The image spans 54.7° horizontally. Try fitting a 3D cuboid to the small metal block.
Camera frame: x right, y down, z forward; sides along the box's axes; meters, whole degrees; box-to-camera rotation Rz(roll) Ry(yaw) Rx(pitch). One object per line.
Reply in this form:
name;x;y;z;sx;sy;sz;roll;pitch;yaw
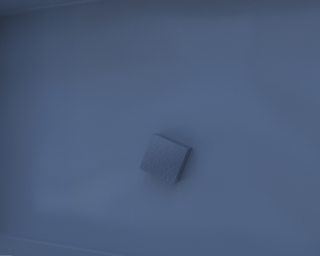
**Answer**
small metal block;0.008;0.040;0.407;0.050;0.025;0.050;23;98;18
